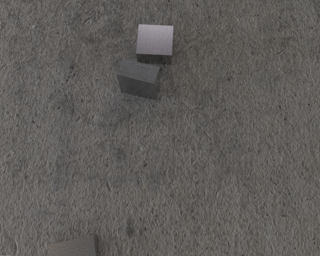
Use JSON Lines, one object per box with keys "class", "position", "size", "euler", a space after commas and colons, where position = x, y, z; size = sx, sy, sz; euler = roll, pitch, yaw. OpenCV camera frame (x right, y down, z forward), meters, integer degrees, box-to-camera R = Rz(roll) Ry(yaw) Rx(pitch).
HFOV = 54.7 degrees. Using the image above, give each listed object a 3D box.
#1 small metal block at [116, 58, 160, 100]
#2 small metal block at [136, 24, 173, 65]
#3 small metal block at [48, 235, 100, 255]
{"class": "small metal block", "position": [-0.028, -0.065, 0.418], "size": [0.050, 0.050, 0.025], "euler": [14, 71, 5]}
{"class": "small metal block", "position": [-0.007, -0.122, 0.452], "size": [0.050, 0.025, 0.050], "euler": [3, 70, 1]}
{"class": "small metal block", "position": [-0.095, 0.153, 0.351], "size": [0.050, 0.025, 0.050], "euler": [-12, 71, -4]}
